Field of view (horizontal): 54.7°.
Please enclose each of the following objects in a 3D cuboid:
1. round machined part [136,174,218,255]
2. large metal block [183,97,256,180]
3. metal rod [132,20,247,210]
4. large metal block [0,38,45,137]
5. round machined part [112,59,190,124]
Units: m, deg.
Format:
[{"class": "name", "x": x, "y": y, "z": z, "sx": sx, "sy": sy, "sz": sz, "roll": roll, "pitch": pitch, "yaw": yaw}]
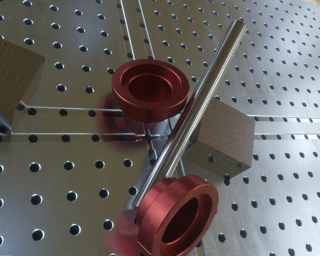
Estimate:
[{"class": "round machined part", "x": 0.014, "y": 0.091, "z": 0.325, "sx": 0.099, "sy": 0.097, "sz": 0.042, "roll": -24, "pitch": 40, "yaw": -36}, {"class": "large metal block", "x": 0.080, "y": 0.013, "z": 0.427, "sx": 0.080, "sy": 0.050, "sz": 0.080, "roll": 27, "pitch": 52, "yaw": -12}, {"class": "metal rod", "x": 0.048, "y": -0.029, "z": 0.399, "sx": 0.025, "sy": 0.025, "sz": 0.300, "roll": 33, "pitch": 67, "yaw": -7}, {"class": "large metal block", "x": -0.179, "y": -0.049, "z": 0.326, "sx": 0.080, "sy": 0.050, "sz": 0.080, "roll": 22, "pitch": 53, "yaw": -15}, {"class": "round machined part", "x": -0.013, "y": -0.044, "z": 0.404, "sx": 0.099, "sy": 0.042, "sz": 0.098, "roll": 5, "pitch": 47, "yaw": -5}]
